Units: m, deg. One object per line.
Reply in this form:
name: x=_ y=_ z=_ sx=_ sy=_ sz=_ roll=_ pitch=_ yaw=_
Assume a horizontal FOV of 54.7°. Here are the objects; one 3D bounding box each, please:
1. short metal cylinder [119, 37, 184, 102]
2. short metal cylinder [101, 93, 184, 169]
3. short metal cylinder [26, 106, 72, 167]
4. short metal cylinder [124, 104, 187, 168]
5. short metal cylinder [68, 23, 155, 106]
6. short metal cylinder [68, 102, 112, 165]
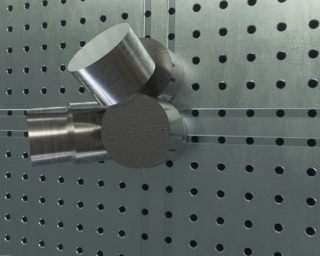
short metal cylinder: x=-0.014 y=-0.071 z=0.404 sx=0.080 sy=0.050 sz=0.079 roll=0 pitch=90 yaw=20
short metal cylinder: x=-0.019 y=0.003 z=0.351 sx=0.080 sy=0.050 sz=0.080 roll=0 pitch=90 yaw=20
short metal cylinder: x=-0.155 y=0.011 z=0.431 sx=0.050 sy=0.080 sz=0.080 roll=-6 pitch=87 yaw=-22
short metal cylinder: x=-0.010 y=0.009 z=0.402 sx=0.080 sy=0.050 sz=0.080 roll=0 pitch=90 yaw=20
short metal cylinder: x=-0.053 y=-0.070 z=0.341 sx=0.080 sy=0.080 sz=0.050 roll=-25 pitch=125 yaw=18
short metal cylinder: x=-0.091 y=0.005 z=0.408 sx=0.050 sy=0.080 sz=0.080 roll=-6 pitch=88 yaw=-22
